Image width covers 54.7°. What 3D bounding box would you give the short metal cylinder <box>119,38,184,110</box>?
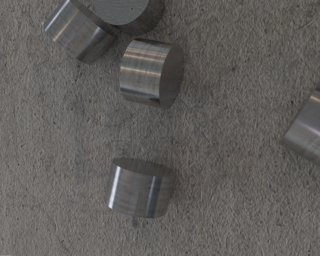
[{"bbox_3d":[-0.008,-0.067,0.382,0.050,0.080,0.080,15,95,19],"label":"short metal cylinder"}]

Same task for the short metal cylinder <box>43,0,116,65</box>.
[{"bbox_3d":[-0.106,-0.131,0.417,0.050,0.080,0.080,-47,76,14],"label":"short metal cylinder"}]

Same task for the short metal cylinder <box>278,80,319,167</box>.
[{"bbox_3d":[0.168,-0.004,0.320,0.050,0.080,0.080,32,101,17],"label":"short metal cylinder"}]

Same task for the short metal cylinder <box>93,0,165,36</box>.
[{"bbox_3d":[-0.040,-0.168,0.410,0.080,0.050,0.080,0,90,20],"label":"short metal cylinder"}]

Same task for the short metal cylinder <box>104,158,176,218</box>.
[{"bbox_3d":[-0.025,0.072,0.389,0.080,0.080,0.050,14,95,19],"label":"short metal cylinder"}]
